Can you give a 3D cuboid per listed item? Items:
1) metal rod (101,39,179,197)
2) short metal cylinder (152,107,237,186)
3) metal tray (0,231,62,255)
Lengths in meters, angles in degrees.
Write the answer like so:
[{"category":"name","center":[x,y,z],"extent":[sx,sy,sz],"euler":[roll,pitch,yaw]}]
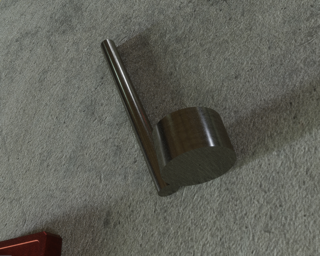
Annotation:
[{"category":"metal rod","center":[-0.040,-0.036,0.445],"extent":[0.025,0.025,0.300],"euler":[-31,52,8]},{"category":"short metal cylinder","center":[0.036,0.022,0.336],"extent":[0.080,0.080,0.050],"euler":[-24,53,13]},{"category":"metal tray","center":[-0.186,0.187,0.381],"extent":[0.130,0.030,0.090],"euler":[-18,55,17]}]
